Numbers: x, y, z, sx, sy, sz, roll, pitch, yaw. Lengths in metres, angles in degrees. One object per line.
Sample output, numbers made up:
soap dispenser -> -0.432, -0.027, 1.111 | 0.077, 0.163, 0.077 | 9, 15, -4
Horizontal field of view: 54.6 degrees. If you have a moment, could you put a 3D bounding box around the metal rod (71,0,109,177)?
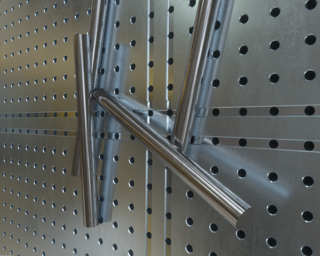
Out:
metal rod -> -0.115, -0.067, 0.505 | 0.025, 0.025, 0.298 | 15, 99, 39

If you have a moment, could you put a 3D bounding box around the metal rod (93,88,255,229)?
metal rod -> -0.008, 0.016, 0.387 | 0.300, 0.025, 0.025 | 38, 114, 43

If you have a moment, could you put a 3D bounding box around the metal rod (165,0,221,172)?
metal rod -> 0.047, -0.092, 0.371 | 0.025, 0.025, 0.298 | 18, 102, 38

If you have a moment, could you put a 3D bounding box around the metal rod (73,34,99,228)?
metal rod -> -0.115, 0.008, 0.487 | 0.025, 0.025, 0.298 | 4, 98, 40
